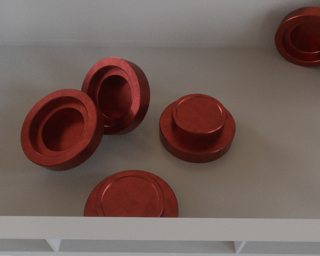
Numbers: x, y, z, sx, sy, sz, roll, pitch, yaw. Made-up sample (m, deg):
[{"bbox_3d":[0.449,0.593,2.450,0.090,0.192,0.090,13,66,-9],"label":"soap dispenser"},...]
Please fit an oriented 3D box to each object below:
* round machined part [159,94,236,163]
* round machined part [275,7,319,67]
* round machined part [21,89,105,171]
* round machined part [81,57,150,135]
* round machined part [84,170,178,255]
[{"bbox_3d":[0.048,-0.007,0.400,0.099,0.042,0.098,0,50,0],"label":"round machined part"},{"bbox_3d":[0.234,-0.145,0.480,0.098,0.098,0.042,22,62,17],"label":"round machined part"},{"bbox_3d":[-0.112,0.005,0.374,0.098,0.042,0.098,-6,65,14],"label":"round machined part"},{"bbox_3d":[-0.053,-0.040,0.404,0.098,0.097,0.042,37,17,26],"label":"round machined part"},{"bbox_3d":[-0.030,0.085,0.322,0.099,0.042,0.098,0,50,0],"label":"round machined part"}]
